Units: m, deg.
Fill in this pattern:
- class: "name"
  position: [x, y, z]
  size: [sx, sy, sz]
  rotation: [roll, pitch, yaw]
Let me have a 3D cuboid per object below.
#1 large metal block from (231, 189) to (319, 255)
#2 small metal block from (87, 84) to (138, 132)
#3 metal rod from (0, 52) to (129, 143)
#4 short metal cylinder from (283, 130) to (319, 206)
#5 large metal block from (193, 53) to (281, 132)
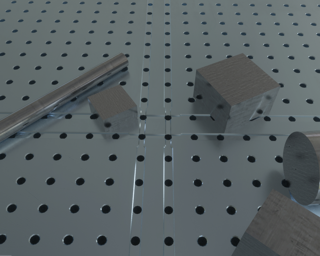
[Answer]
- class: "large metal block"
  position: [0.116, 0.114, 0.278]
  size: [0.080, 0.080, 0.050]
  rotation: [32, 57, 23]
- class: "small metal block"
  position: [-0.065, -0.028, 0.431]
  size: [0.050, 0.025, 0.050]
  rotation: [-25, 55, -20]
- class: "metal rod"
  position: [-0.165, -0.029, 0.429]
  size: [0.025, 0.025, 0.302]
  rotation: [37, 59, 26]
- class: "short metal cylinder"
  position: [0.177, 0.042, 0.339]
  size: [0.050, 0.080, 0.080]
  rotation: [-3, 50, -3]
- class: "large metal block"
  position: [0.105, -0.052, 0.437]
  size: [0.081, 0.050, 0.080]
  rotation: [-22, 54, -18]
